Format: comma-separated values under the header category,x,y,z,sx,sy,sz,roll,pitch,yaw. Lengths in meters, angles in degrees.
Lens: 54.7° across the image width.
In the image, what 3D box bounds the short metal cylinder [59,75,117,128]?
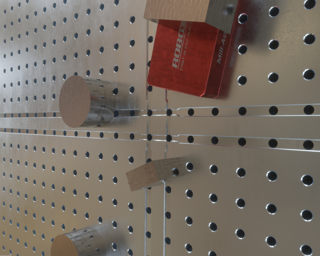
category,x,y,z,sx,sy,sz,roll,pitch,yaw
short metal cylinder,-0.114,-0.040,0.487,0.080,0.050,0.079,0,90,40

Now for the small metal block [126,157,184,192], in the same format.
category,x,y,z,sx,sy,sz,roll,pitch,yaw
small metal block,-0.006,0.059,0.398,0.050,0.050,0.025,-28,72,36

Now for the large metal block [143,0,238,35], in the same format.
category,x,y,z,sx,sy,sz,roll,pitch,yaw
large metal block,0.036,-0.147,0.324,0.080,0.050,0.079,20,102,38

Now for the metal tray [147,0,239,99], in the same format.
category,x,y,z,sx,sy,sz,roll,pitch,yaw
metal tray,0.037,-0.108,0.375,0.090,0.030,0.129,19,102,38

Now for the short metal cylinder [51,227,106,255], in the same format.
category,x,y,z,sx,sy,sz,roll,pitch,yaw
short metal cylinder,-0.133,0.207,0.503,0.080,0.050,0.079,0,90,40
